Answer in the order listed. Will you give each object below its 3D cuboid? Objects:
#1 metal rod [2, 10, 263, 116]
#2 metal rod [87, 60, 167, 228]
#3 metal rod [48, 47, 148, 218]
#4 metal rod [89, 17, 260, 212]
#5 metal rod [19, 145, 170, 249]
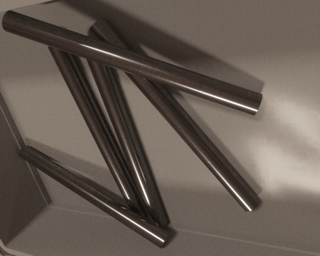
[{"bbox_3d":[-0.035,-0.075,0.350,0.301,0.025,0.025,19,126,5],"label":"metal rod"},{"bbox_3d":[-0.043,0.024,0.444,0.025,0.025,0.298,-4,117,30],"label":"metal rod"},{"bbox_3d":[-0.084,0.018,0.461,0.025,0.025,0.299,-9,114,32],"label":"metal rod"},{"bbox_3d":[0.023,-0.012,0.388,0.300,0.025,0.025,49,128,-7],"label":"metal rod"},{"bbox_3d":[-0.118,0.106,0.512,0.301,0.025,0.025,26,128,19],"label":"metal rod"}]
